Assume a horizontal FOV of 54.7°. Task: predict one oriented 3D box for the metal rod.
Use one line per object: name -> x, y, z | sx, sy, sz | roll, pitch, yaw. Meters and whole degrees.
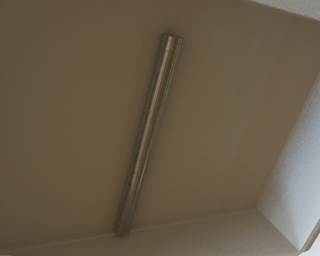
metal rod -> -0.022, 0.026, 0.414 | 0.025, 0.025, 0.298 | 1, 118, -29
